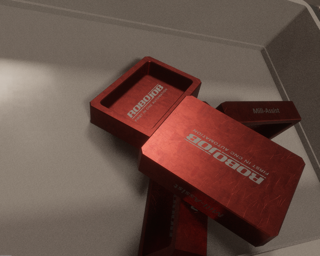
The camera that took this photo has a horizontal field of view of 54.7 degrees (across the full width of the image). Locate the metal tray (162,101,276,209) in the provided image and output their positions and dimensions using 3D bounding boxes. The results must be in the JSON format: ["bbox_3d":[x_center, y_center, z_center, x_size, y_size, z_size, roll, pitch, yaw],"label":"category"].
[{"bbox_3d":[0.070,0.039,0.379,0.130,0.090,0.030,42,50,0],"label":"metal tray"}]

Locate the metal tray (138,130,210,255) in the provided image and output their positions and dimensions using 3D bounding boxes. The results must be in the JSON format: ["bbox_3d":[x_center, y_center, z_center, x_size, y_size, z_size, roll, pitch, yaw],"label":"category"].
[{"bbox_3d":[0.015,0.076,0.326,0.030,0.090,0.130,20,54,-17],"label":"metal tray"}]

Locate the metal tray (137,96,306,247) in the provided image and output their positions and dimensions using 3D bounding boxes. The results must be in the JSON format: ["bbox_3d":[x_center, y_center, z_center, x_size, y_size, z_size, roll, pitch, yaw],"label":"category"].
[{"bbox_3d":[0.057,0.034,0.288,0.130,0.030,0.090,31,54,12],"label":"metal tray"}]

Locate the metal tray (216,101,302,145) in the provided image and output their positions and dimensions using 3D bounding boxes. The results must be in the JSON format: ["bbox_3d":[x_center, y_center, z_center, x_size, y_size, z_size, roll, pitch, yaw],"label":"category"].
[{"bbox_3d":[0.117,-0.001,0.429,0.131,0.090,0.030,-3,64,-30],"label":"metal tray"}]

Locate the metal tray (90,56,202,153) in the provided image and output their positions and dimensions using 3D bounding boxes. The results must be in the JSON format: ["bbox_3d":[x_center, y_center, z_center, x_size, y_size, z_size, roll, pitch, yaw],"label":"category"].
[{"bbox_3d":[-0.015,-0.036,0.398,0.090,0.030,0.131,28,49,15],"label":"metal tray"}]
